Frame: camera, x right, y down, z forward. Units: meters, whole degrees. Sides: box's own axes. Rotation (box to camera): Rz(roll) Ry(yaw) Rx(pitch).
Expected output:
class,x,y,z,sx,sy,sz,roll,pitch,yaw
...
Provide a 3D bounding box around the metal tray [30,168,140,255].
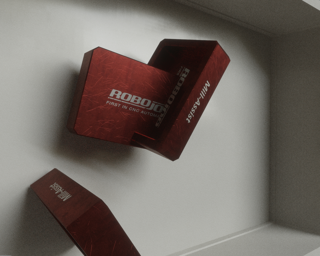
class,x,y,z,sx,sy,sz,roll,pitch,yaw
metal tray,-0.066,0.091,0.281,0.030,0.130,0.090,-38,114,-25

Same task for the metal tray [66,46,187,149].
class,x,y,z,sx,sy,sz,roll,pitch,yaw
metal tray,-0.027,-0.025,0.345,0.131,0.030,0.090,14,87,-30

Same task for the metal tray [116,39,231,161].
class,x,y,z,sx,sy,sz,roll,pitch,yaw
metal tray,0.010,-0.037,0.347,0.030,0.090,0.130,37,78,-43
